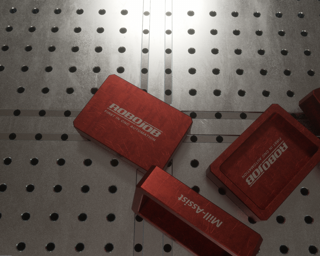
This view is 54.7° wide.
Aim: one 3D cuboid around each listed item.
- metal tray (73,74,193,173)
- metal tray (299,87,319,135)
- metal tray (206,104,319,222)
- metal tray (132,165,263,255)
[{"bbox_3d":[-0.034,-0.003,0.410,0.130,0.030,0.090,30,72,10],"label":"metal tray"},{"bbox_3d":[0.254,0.000,0.400,0.091,0.030,0.130,-20,71,-25],"label":"metal tray"},{"bbox_3d":[0.135,0.042,0.395,0.130,0.030,0.090,-42,76,-14],"label":"metal tray"},{"bbox_3d":[0.032,0.103,0.337,0.130,0.090,0.030,33,60,11],"label":"metal tray"}]
